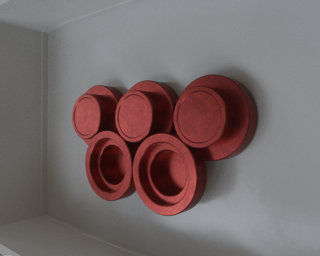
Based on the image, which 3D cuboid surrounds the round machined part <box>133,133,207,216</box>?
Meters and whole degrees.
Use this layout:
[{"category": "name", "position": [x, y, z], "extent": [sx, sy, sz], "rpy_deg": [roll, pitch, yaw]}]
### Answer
[{"category": "round machined part", "position": [0.016, 0.054, 0.380], "extent": [0.098, 0.042, 0.097], "rpy_deg": [0, 90, 40]}]

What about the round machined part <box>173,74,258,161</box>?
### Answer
[{"category": "round machined part", "position": [0.054, -0.011, 0.348], "extent": [0.098, 0.042, 0.097], "rpy_deg": [-1, 89, 40]}]

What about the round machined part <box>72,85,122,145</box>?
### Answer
[{"category": "round machined part", "position": [-0.097, -0.017, 0.472], "extent": [0.098, 0.042, 0.097], "rpy_deg": [-1, 88, 39]}]

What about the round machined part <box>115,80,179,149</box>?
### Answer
[{"category": "round machined part", "position": [-0.021, -0.015, 0.411], "extent": [0.098, 0.042, 0.097], "rpy_deg": [-1, 89, 40]}]

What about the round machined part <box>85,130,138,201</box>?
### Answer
[{"category": "round machined part", "position": [-0.060, 0.052, 0.443], "extent": [0.098, 0.042, 0.097], "rpy_deg": [0, 90, 40]}]
